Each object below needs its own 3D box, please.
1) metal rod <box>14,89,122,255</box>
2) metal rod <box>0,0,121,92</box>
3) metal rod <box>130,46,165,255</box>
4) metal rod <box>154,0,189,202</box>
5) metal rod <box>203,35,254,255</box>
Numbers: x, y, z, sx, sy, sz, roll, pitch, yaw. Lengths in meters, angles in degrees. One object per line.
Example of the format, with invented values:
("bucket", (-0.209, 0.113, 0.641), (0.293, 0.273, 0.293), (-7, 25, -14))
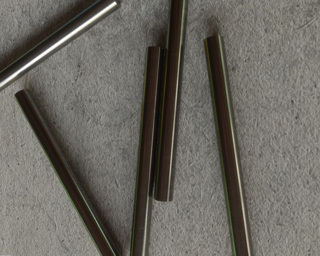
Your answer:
("metal rod", (-0.137, 0.071, 0.457), (0.025, 0.025, 0.299), (-36, 79, 16))
("metal rod", (-0.188, -0.112, 0.475), (0.300, 0.025, 0.025), (-28, 81, 17))
("metal rod", (-0.018, 0.043, 0.415), (0.025, 0.025, 0.298), (5, 92, 20))
("metal rod", (0.016, -0.055, 0.403), (0.025, 0.025, 0.298), (5, 92, 20))
("metal rod", (0.085, 0.037, 0.378), (0.025, 0.025, 0.298), (-8, 87, 20))
